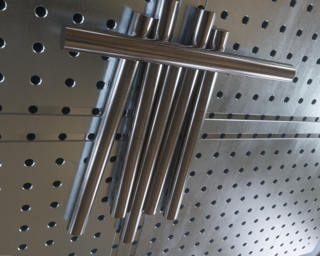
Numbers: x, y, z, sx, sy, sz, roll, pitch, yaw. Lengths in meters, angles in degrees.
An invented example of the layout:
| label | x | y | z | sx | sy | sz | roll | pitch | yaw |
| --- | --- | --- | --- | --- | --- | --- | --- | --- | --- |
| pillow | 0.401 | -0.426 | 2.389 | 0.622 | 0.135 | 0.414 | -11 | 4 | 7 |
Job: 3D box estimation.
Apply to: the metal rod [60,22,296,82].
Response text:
| label | x | y | z | sx | sy | sz | roll | pitch | yaw |
| --- | --- | --- | --- | --- | --- | --- | --- | --- | --- |
| metal rod | 0.044 | -0.079 | 0.353 | 0.302 | 0.025 | 0.025 | 2 | 118 | -29 |

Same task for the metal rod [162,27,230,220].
| label | x | y | z | sx | sy | sz | roll | pitch | yaw |
| --- | --- | --- | --- | --- | --- | --- | --- | --- | --- |
| metal rod | 0.044 | 0.011 | 0.442 | 0.025 | 0.025 | 0.298 | -2 | 120 | -27 |

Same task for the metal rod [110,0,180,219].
| label | x | y | z | sx | sy | sz | roll | pitch | yaw |
| --- | --- | --- | --- | --- | --- | --- | --- | --- | --- |
| metal rod | -0.026 | -0.007 | 0.392 | 0.025 | 0.025 | 0.298 | 1 | 118 | -29 |

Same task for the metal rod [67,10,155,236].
| label | x | y | z | sx | sy | sz | roll | pitch | yaw |
| --- | --- | --- | --- | --- | --- | --- | --- | --- | --- |
| metal rod | -0.067 | 0.011 | 0.379 | 0.025 | 0.025 | 0.298 | 7 | 115 | -32 |

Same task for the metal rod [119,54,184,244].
| label | x | y | z | sx | sy | sz | roll | pitch | yaw |
| --- | --- | --- | --- | --- | --- | --- | --- | --- | --- |
| metal rod | -0.017 | 0.042 | 0.427 | 0.025 | 0.025 | 0.298 | 1 | 118 | -29 |

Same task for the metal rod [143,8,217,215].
| label | x | y | z | sx | sy | sz | roll | pitch | yaw |
| --- | --- | --- | --- | --- | --- | --- | --- | --- | --- |
| metal rod | 0.018 | -0.005 | 0.419 | 0.025 | 0.025 | 0.298 | 1 | 118 | -29 |
